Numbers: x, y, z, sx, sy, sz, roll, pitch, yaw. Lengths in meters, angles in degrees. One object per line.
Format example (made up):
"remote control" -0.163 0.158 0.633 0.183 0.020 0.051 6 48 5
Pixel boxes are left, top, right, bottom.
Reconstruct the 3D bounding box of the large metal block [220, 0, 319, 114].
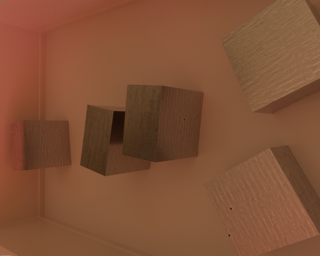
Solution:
"large metal block" 0.117 -0.067 0.293 0.080 0.050 0.080 -31 71 35

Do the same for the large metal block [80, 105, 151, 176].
"large metal block" -0.053 0.014 0.413 0.050 0.081 0.079 14 99 39

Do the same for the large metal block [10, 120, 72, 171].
"large metal block" -0.205 0.030 0.537 0.050 0.081 0.080 -9 84 39

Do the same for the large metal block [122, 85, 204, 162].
"large metal block" 0.005 -0.007 0.365 0.050 0.081 0.079 8 95 39

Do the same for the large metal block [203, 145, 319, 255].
"large metal block" 0.103 0.072 0.305 0.080 0.050 0.080 -37 67 33
